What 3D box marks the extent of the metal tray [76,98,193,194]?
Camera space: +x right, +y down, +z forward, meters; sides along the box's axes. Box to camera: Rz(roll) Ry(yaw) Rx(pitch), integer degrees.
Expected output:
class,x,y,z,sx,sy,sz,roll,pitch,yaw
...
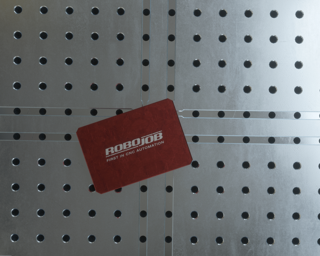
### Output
class,x,y,z,sx,sy,sz,roll,pitch,yaw
metal tray,-0.033,0.023,0.411,0.131,0.030,0.090,-19,90,0
